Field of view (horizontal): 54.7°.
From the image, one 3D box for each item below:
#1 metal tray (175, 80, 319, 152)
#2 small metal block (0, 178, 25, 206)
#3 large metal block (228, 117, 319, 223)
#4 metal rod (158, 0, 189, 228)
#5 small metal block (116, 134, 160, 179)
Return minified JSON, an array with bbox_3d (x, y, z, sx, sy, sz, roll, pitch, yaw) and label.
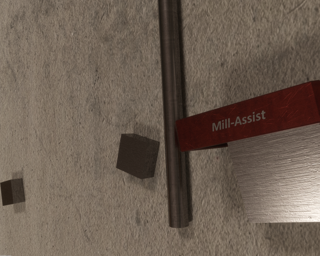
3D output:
[{"bbox_3d":[0.091,-0.006,0.286,0.130,0.091,0.030,-16,80,38],"label":"metal tray"},{"bbox_3d":[-0.314,0.137,0.660,0.050,0.025,0.050,-18,79,38],"label":"small metal block"},{"bbox_3d":[0.118,0.038,0.283,0.080,0.050,0.080,-16,90,38],"label":"large metal block"},{"bbox_3d":[0.016,-0.028,0.389,0.025,0.025,0.298,-5,87,39],"label":"metal rod"},{"bbox_3d":[-0.031,0.038,0.429,0.050,0.025,0.050,16,100,38],"label":"small metal block"}]
